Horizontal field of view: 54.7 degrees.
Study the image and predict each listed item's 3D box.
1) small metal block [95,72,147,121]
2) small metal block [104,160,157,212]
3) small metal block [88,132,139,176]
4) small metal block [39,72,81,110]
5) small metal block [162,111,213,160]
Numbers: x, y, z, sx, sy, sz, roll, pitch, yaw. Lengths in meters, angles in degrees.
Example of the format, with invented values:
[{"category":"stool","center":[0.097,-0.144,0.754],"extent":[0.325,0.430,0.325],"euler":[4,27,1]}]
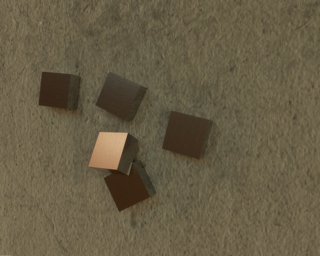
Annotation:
[{"category":"small metal block","center":[-0.053,-0.043,0.427],"extent":[0.050,0.025,0.050],"euler":[27,99,17]},{"category":"small metal block","center":[-0.041,0.079,0.422],"extent":[0.050,0.025,0.050],"euler":[-29,81,17]},{"category":"small metal block","center":[-0.062,0.034,0.414],"extent":[0.050,0.025,0.050],"euler":[1,66,33]},{"category":"small metal block","center":[-0.149,-0.055,0.460],"extent":[0.050,0.025,0.050],"euler":[8,93,19]},{"category":"small metal block","center":[0.035,0.008,0.396],"extent":[0.050,0.025,0.050],"euler":[15,95,19]}]
